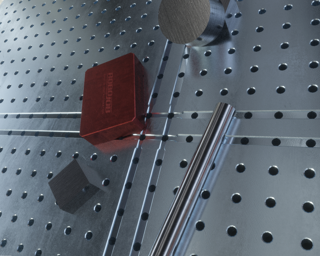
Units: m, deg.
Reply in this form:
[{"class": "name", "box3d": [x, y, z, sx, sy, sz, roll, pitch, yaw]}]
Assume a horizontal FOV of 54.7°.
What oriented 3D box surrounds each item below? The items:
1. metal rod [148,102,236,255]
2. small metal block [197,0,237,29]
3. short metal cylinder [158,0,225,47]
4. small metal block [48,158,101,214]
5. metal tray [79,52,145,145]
[{"class": "metal rod", "box3d": [0.016, 0.103, 0.335, 0.025, 0.025, 0.300, 15, 69, 33]}, {"class": "small metal block", "box3d": [0.084, -0.178, 0.472, 0.050, 0.025, 0.050, 9, 66, 31]}, {"class": "short metal cylinder", "box3d": [0.045, -0.158, 0.441, 0.080, 0.050, 0.079, 6, 101, 32]}, {"class": "small metal block", "box3d": [-0.116, 0.078, 0.419, 0.050, 0.025, 0.050, -42, 51, -1]}, {"class": "metal tray", "box3d": [-0.071, -0.046, 0.469, 0.090, 0.030, 0.130, -16, 55, 18]}]
